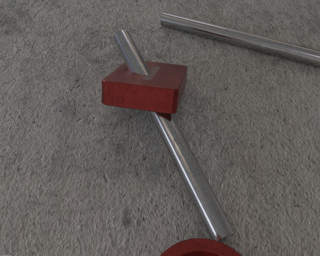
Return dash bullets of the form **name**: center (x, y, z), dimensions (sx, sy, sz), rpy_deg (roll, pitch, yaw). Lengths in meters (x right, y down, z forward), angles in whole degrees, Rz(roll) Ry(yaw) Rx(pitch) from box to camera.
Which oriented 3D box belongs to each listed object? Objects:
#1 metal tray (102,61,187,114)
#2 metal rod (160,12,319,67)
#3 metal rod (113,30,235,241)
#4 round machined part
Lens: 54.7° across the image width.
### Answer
- **metal tray**: center (-0.014, -0.060, 0.415), dimensions (0.090, 0.030, 0.130), rpy_deg (8, 24, 7)
- **metal rod**: center (0.142, -0.153, 0.532), dimensions (0.301, 0.025, 0.025), rpy_deg (20, 53, 16)
- **metal rod**: center (0.005, -0.010, 0.377), dimensions (0.025, 0.025, 0.299), rpy_deg (-19, 63, -15)
- **round machined part**: center (0.036, 0.151, 0.266), dimensions (0.099, 0.042, 0.098), rpy_deg (0, 50, 0)
